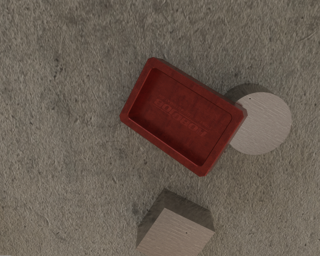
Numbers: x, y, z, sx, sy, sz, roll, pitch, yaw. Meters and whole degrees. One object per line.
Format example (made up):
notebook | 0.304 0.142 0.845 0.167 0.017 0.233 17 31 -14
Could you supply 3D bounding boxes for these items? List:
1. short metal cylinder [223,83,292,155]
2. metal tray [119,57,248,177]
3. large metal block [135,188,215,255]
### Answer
short metal cylinder | 0.117 -0.013 0.393 0.081 0.050 0.079 0 110 0
metal tray | 0.025 -0.015 0.371 0.130 0.030 0.089 34 108 16
large metal block | 0.021 0.148 0.451 0.080 0.050 0.080 28 108 -10
